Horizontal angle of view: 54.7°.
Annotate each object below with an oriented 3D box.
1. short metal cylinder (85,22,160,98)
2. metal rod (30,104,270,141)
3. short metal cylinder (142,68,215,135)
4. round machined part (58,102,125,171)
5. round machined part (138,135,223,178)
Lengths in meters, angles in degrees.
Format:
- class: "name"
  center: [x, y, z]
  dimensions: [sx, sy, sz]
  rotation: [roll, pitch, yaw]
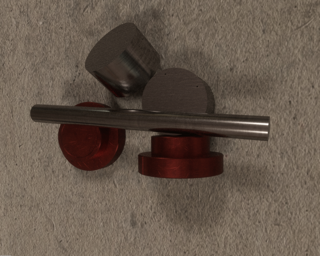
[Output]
- class: "short metal cylinder"
  center: [-0.047, -0.085, 0.390]
  dimensions: [0.080, 0.050, 0.080]
  rotation: [-24, 42, 25]
- class: "metal rod"
  center: [-0.030, -0.010, 0.366]
  dimensions: [0.301, 0.025, 0.025]
  rotation: [4, 92, 23]
- class: "short metal cylinder"
  center: [0.024, -0.031, 0.387]
  dimensions: [0.080, 0.050, 0.079]
  rotation: [0, 90, 19]
- class: "round machined part"
  center: [-0.102, 0.012, 0.435]
  dimensions: [0.098, 0.042, 0.097]
  rotation: [0, 90, 19]
- class: "round machined part"
  center: [0.024, 0.030, 0.361]
  dimensions: [0.098, 0.098, 0.042]
  rotation: [0, 91, 19]
